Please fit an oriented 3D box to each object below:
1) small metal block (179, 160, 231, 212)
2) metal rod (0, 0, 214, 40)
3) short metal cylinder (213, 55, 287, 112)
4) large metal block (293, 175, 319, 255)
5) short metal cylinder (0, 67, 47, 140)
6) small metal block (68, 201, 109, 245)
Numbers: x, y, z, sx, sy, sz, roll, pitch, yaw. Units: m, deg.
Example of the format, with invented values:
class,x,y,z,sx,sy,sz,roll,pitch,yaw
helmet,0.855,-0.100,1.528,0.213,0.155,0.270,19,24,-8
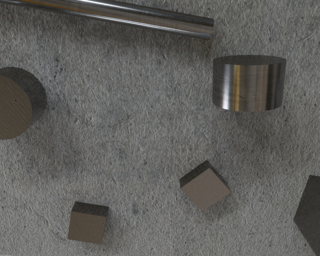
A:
class,x,y,z,sx,sy,sz,roll,pitch,yaw
small metal block,0.064,0.082,0.441,0.050,0.025,0.050,-38,106,12
metal rod,-0.088,-0.140,0.357,0.302,0.025,0.025,9,110,-4
short metal cylinder,0.102,-0.055,0.361,0.080,0.080,0.050,-2,110,0
large metal block,0.237,0.123,0.428,0.050,0.080,0.079,9,110,-3
short metal cylinder,-0.189,-0.032,0.383,0.081,0.050,0.079,0,110,0
small metal block,-0.106,0.141,0.461,0.050,0.025,0.050,11,110,-4
